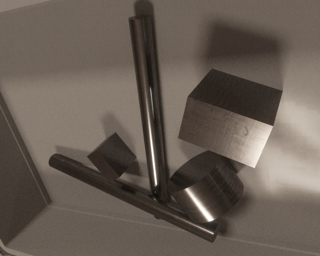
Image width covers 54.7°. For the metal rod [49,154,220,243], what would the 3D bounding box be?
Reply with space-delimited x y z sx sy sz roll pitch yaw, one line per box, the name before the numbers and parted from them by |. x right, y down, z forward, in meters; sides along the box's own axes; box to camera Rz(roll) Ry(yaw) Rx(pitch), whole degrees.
metal rod | -0.055 0.097 0.470 0.301 0.025 0.025 18 126 27

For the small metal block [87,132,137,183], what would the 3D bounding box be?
small metal block | -0.069 0.042 0.453 0.025 0.050 0.050 -32 101 38

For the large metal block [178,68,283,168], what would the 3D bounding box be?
large metal block | 0.075 -0.015 0.324 0.080 0.080 0.050 21 126 15

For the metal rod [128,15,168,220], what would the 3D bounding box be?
metal rod | -0.010 0.006 0.416 0.025 0.025 0.298 9 122 23

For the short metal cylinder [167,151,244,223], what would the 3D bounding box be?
short metal cylinder | 0.056 0.071 0.387 0.080 0.080 0.050 -28 103 37
